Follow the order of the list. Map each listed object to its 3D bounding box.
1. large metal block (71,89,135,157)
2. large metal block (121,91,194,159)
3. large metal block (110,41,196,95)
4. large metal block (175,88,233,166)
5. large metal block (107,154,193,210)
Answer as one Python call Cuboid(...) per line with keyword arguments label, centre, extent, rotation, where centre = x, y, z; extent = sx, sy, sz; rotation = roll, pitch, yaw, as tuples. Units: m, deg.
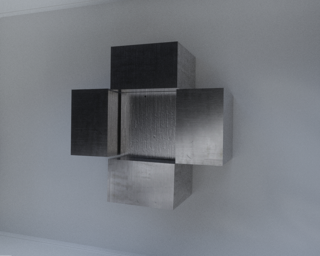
Cuboid(label="large metal block", centre=(-0.070, -0.007, 0.405), extent=(0.050, 0.080, 0.080), rotation=(1, 90, 20))
Cuboid(label="large metal block", centre=(-0.002, -0.004, 0.395), extent=(0.080, 0.050, 0.080), rotation=(1, 90, 20))
Cuboid(label="large metal block", centre=(-0.005, -0.068, 0.381), extent=(0.080, 0.080, 0.050), rotation=(1, 91, 20))
Cuboid(label="large metal block", centre=(0.054, -0.002, 0.361), extent=(0.050, 0.080, 0.080), rotation=(1, 90, 20))
Cuboid(label="large metal block", centre=(-0.009, 0.062, 0.383), extent=(0.080, 0.080, 0.050), rotation=(2, 91, 20))
